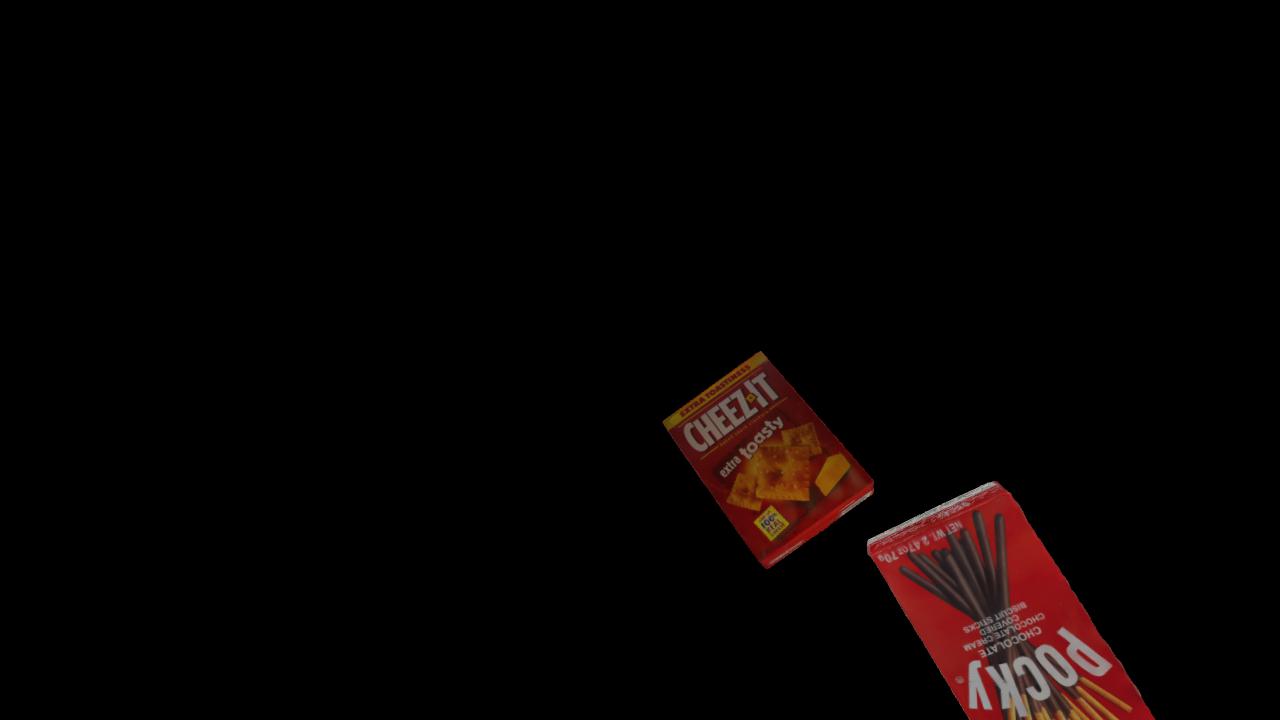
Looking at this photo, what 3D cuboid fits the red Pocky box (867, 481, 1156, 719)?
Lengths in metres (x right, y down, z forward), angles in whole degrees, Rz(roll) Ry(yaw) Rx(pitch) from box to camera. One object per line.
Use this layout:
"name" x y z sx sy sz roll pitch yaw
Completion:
"red Pocky box" 0.203 0.153 0.337 0.083 0.155 0.028 -32 -6 13

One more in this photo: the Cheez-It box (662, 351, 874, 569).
"Cheez-It box" 0.157 0.122 0.781 0.166 0.223 0.071 -35 -31 -1
